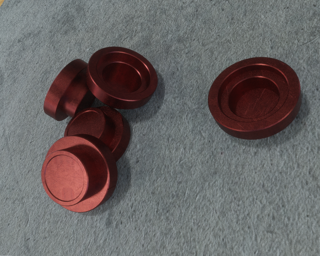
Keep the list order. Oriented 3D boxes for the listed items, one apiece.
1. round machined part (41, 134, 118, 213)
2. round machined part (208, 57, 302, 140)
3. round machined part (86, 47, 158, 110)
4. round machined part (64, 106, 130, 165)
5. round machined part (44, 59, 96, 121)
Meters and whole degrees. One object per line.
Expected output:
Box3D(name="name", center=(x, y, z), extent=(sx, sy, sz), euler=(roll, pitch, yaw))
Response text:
Box3D(name="round machined part", center=(-0.106, 0.058, 0.384), extent=(0.098, 0.042, 0.097), euler=(2, 95, 21))
Box3D(name="round machined part", center=(0.108, -0.030, 0.354), extent=(0.098, 0.042, 0.098), euler=(-13, 56, 21))
Box3D(name="round machined part", center=(-0.056, -0.066, 0.441), extent=(0.099, 0.042, 0.098), euler=(12, 54, -17))
Box3D(name="round machined part", center=(-0.095, 0.010, 0.437), extent=(0.098, 0.042, 0.098), euler=(-13, 56, 21))
Box3D(name="round machined part", center=(-0.126, -0.051, 0.468), extent=(0.042, 0.098, 0.098), euler=(31, 76, 1))
